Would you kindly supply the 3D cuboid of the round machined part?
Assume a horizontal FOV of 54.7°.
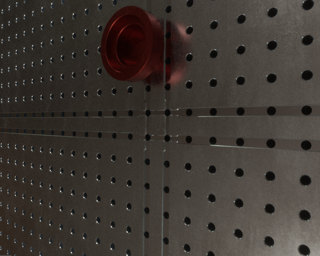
[{"bbox_3d":[-0.033,-0.111,0.424,0.098,0.042,0.097,0,90,39],"label":"round machined part"}]
